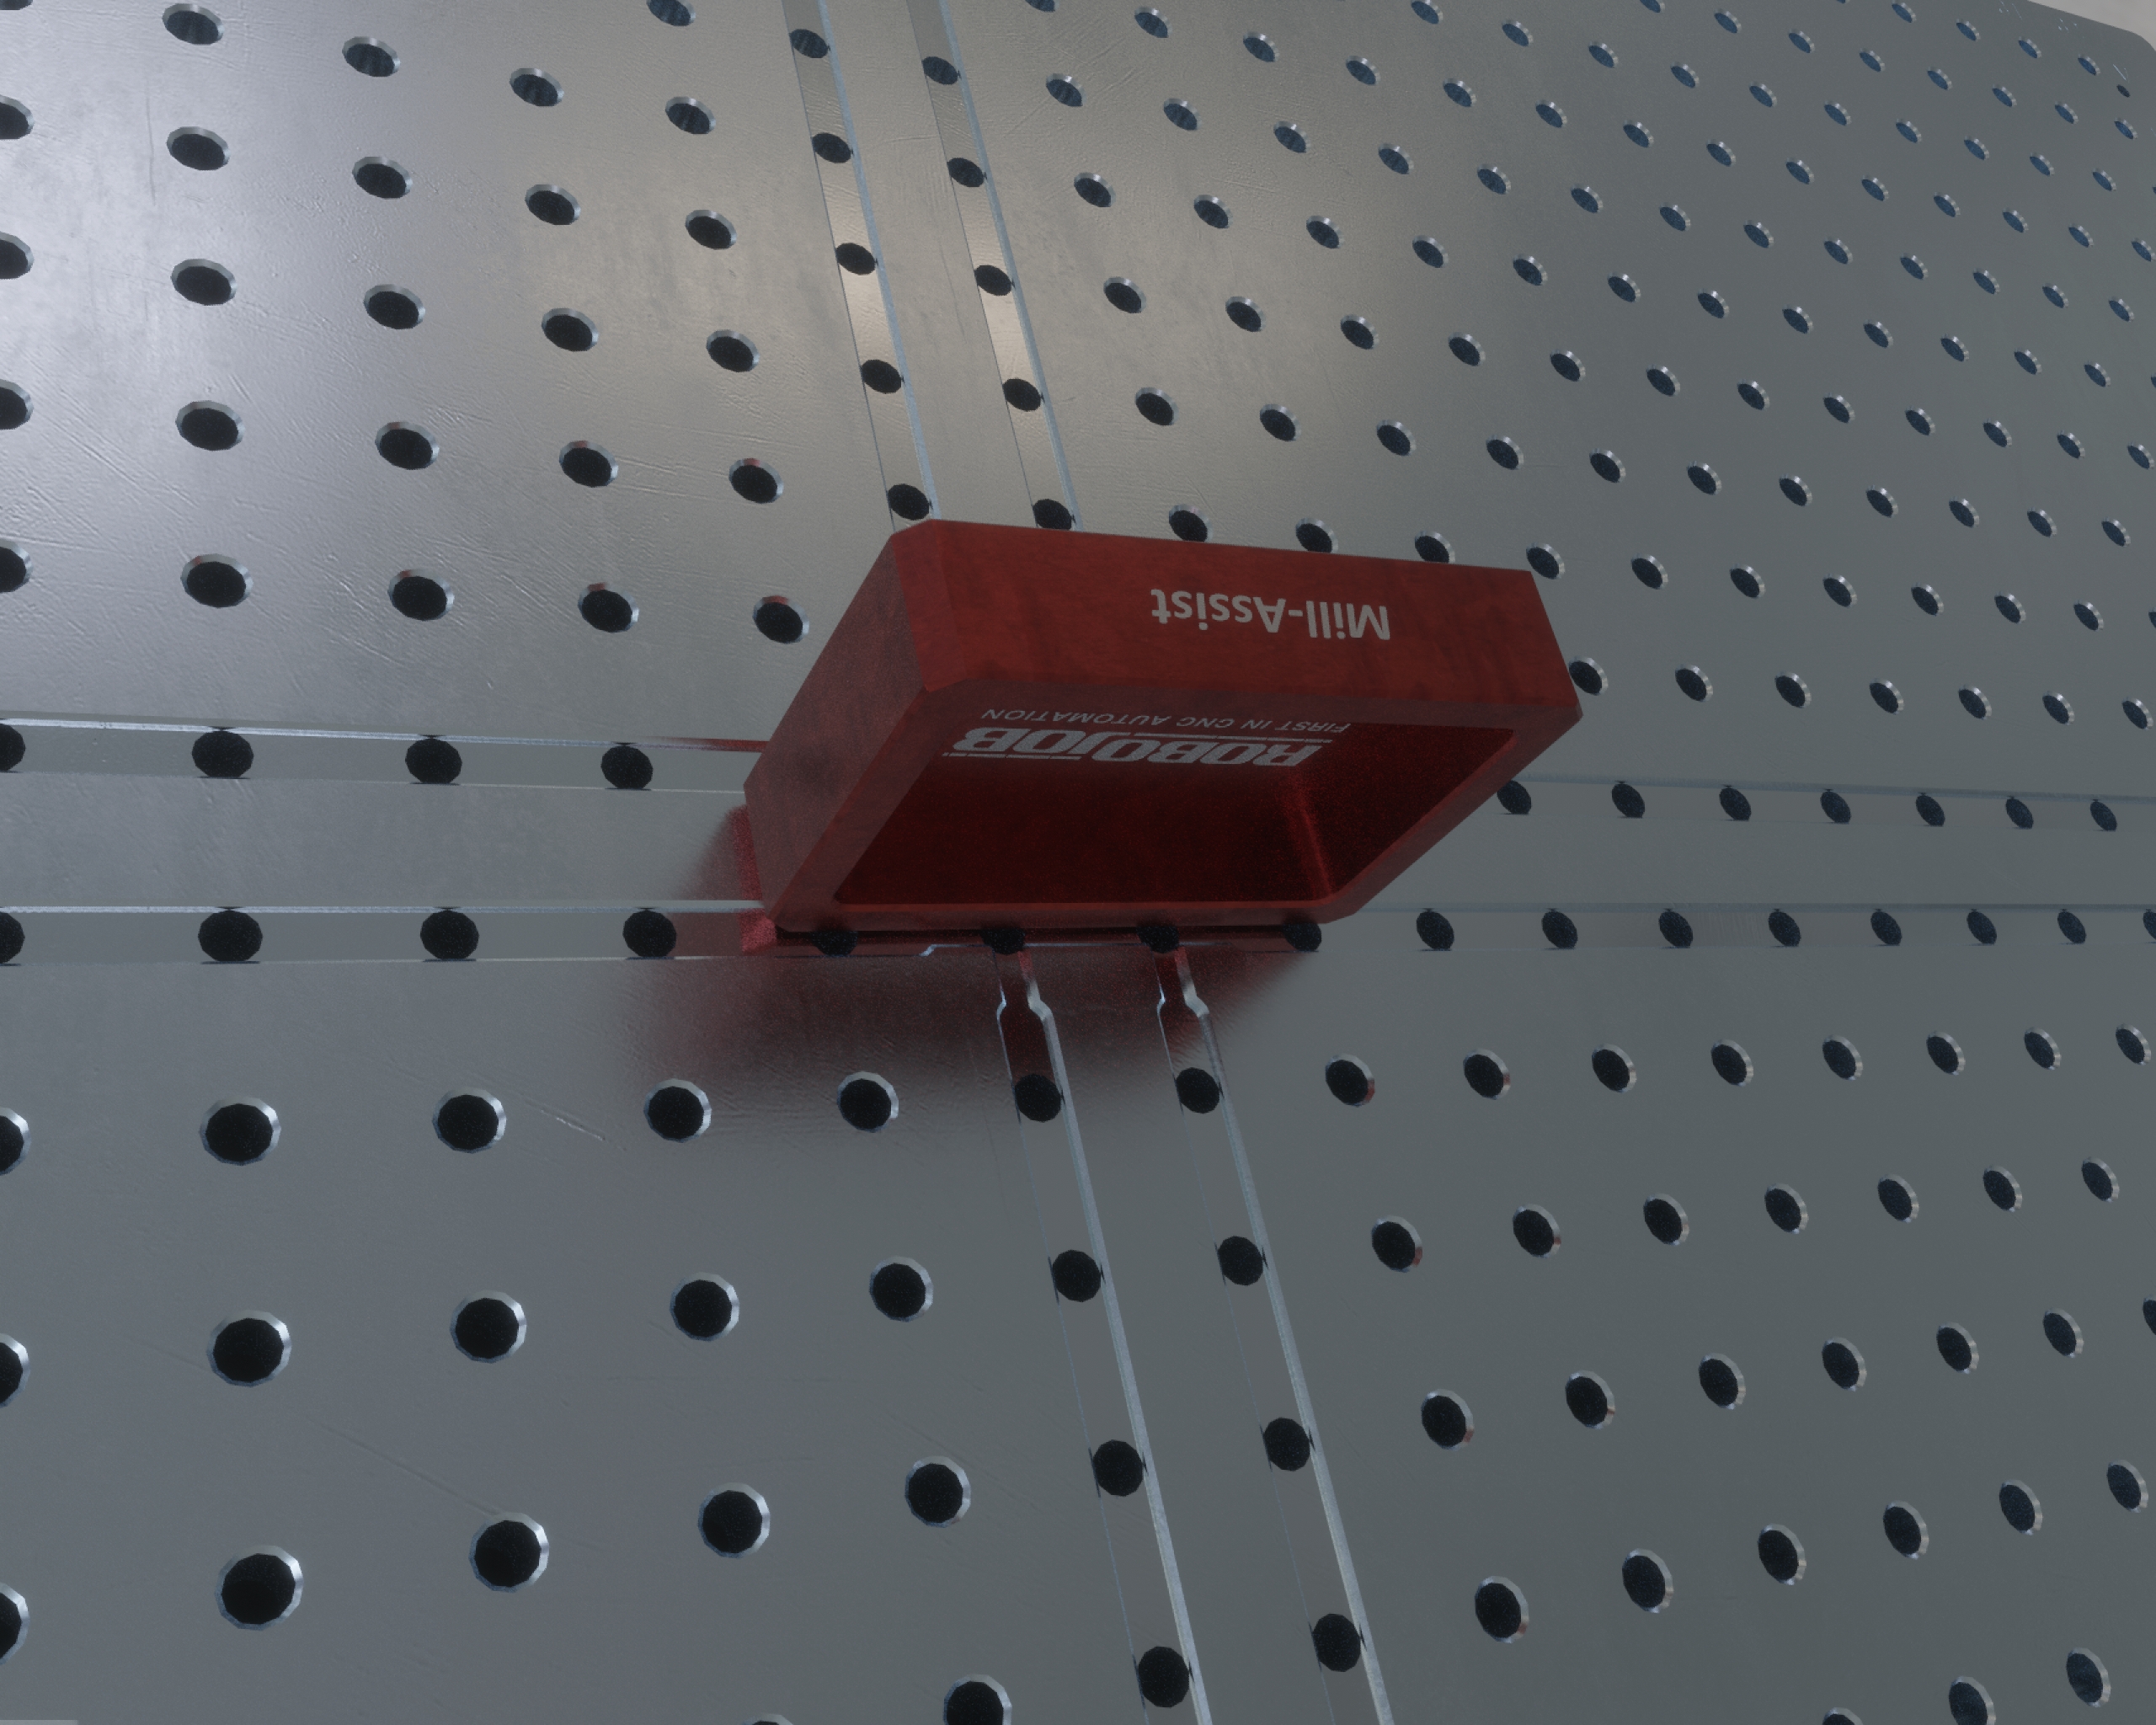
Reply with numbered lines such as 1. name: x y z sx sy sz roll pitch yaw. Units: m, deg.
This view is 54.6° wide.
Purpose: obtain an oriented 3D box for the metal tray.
1. metal tray: 0.015 -0.021 0.386 0.131 0.090 0.030 0 62 -28
